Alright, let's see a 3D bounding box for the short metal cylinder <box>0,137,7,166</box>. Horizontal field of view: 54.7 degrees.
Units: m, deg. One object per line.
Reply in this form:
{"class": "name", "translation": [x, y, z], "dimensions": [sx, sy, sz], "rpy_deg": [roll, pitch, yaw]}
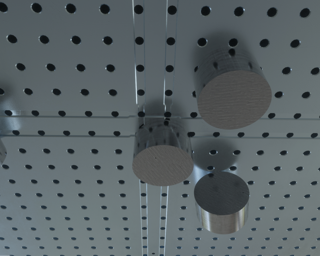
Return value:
{"class": "short metal cylinder", "translation": [-0.247, 0.025, 0.393], "dimensions": [0.080, 0.080, 0.050], "rpy_deg": [-3, 130, 2]}

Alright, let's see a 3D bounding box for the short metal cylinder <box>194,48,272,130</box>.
{"class": "short metal cylinder", "translation": [0.082, -0.044, 0.359], "dimensions": [0.081, 0.050, 0.079], "rpy_deg": [0, 130, 0]}

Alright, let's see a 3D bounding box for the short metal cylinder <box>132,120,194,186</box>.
{"class": "short metal cylinder", "translation": [0.004, 0.035, 0.425], "dimensions": [0.081, 0.050, 0.079], "rpy_deg": [-1, 130, 0]}

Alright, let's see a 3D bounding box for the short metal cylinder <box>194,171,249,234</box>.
{"class": "short metal cylinder", "translation": [0.094, 0.113, 0.474], "dimensions": [0.080, 0.080, 0.050], "rpy_deg": [-7, 130, 5]}
